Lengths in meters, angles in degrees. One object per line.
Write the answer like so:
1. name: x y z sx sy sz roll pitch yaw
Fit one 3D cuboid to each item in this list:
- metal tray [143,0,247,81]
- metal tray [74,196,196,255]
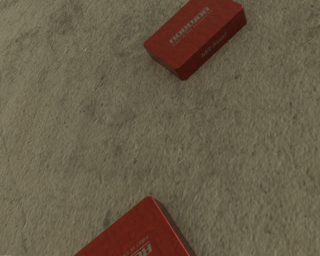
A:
1. metal tray: 0.050 -0.141 0.459 0.130 0.030 0.090 -43 51 -2
2. metal tray: -0.033 0.147 0.327 0.130 0.030 0.090 -39 51 1
